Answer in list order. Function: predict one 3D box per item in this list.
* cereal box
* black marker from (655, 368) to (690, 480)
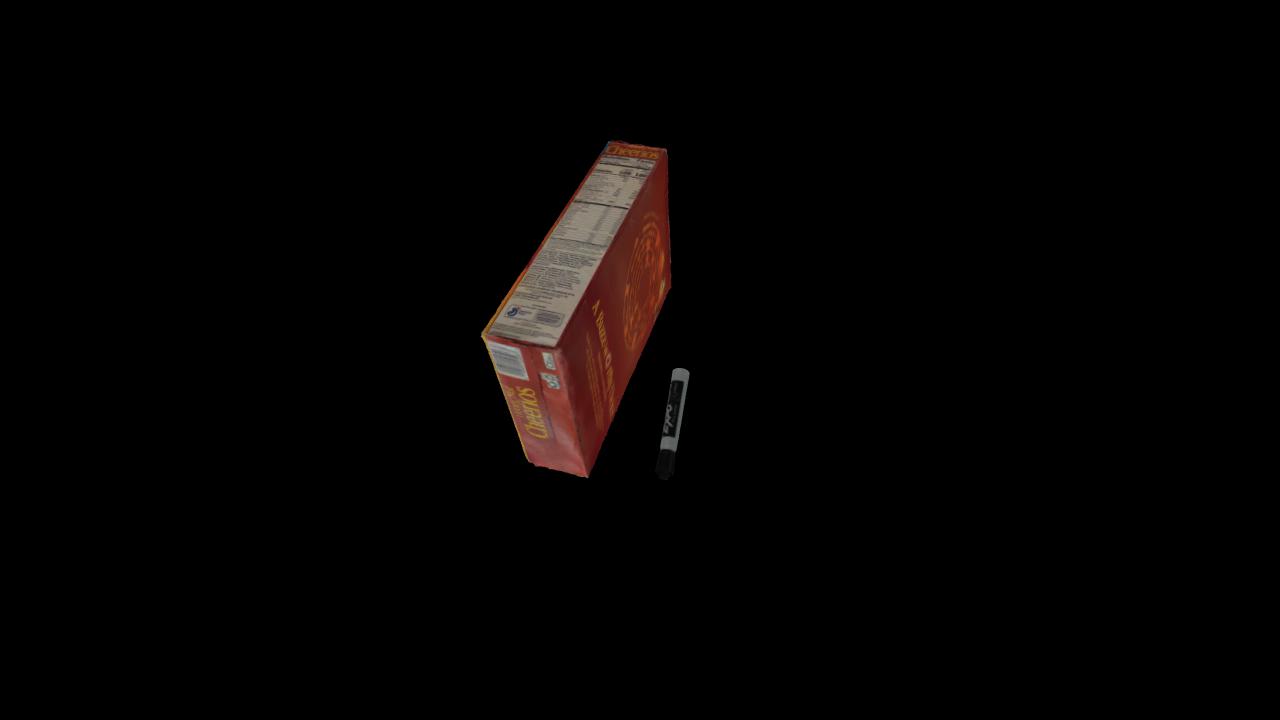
[{"bbox_3d":[-0.044,-0.060,0.648,0.081,0.306,0.203,12,-38,14],"label":"cereal box"},{"bbox_3d":[0.034,0.065,0.634,0.020,0.121,0.020,9,-28,5],"label":"black marker"}]
